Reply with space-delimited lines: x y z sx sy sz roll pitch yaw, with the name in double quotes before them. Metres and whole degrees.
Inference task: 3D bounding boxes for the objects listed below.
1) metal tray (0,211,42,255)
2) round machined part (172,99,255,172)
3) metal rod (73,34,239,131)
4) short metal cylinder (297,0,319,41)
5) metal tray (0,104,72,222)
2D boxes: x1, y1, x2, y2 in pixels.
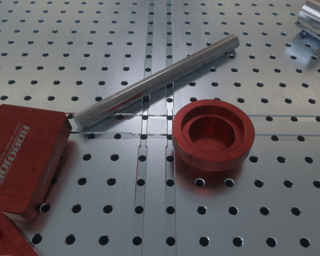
"metal tray" -0.169 0.150 0.270 0.090 0.030 0.131 35 62 25
"round machined part" 0.064 0.013 0.386 0.099 0.042 0.098 0 50 0
"metal rod" 0.009 -0.078 0.473 0.302 0.025 0.025 -31 57 -24
"short metal cylinder" 0.289 -0.198 0.541 0.081 0.080 0.050 -28 56 -22
"metal tray" -0.169 0.036 0.363 0.090 0.030 0.130 8 57 6
